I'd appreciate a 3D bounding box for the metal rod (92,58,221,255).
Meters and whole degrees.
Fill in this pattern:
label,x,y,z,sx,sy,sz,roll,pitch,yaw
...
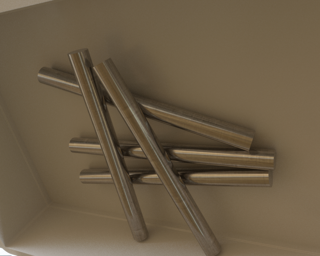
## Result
label,x,y,z,sx,sy,sz,roll,pitch,yaw
metal rod,0.003,0.049,0.401,0.025,0.025,0.299,-19,109,35

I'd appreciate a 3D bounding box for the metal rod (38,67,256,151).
label,x,y,z,sx,sy,sz,roll,pitch,yaw
metal rod,-0.030,-0.030,0.402,0.301,0.025,0.025,18,126,17

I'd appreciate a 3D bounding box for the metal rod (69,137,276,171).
label,x,y,z,sx,sy,sz,roll,pitch,yaw
metal rod,-0.001,0.032,0.425,0.301,0.025,0.025,2,119,26

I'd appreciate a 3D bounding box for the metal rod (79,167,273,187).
label,x,y,z,sx,sy,sz,roll,pitch,yaw
metal rod,0.003,0.070,0.447,0.300,0.025,0.025,-5,116,30

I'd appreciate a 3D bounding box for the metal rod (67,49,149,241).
label,x,y,z,sx,sy,sz,roll,pitch,yaw
metal rod,-0.064,0.040,0.430,0.025,0.025,0.298,0,119,28
